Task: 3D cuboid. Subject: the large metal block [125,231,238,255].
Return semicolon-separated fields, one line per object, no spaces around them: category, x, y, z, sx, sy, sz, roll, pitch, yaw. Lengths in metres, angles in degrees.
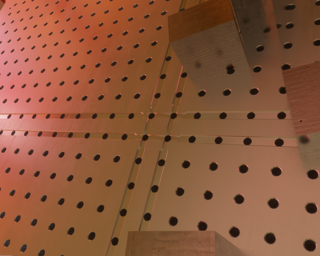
large metal block;0.022;0.128;0.283;0.080;0.080;0.050;-9;58;24

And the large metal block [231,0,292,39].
large metal block;0.137;-0.176;0.410;0.050;0.080;0.080;11;67;33

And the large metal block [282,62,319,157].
large metal block;0.176;-0.023;0.314;0.080;0.050;0.080;-12;57;22

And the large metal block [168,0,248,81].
large metal block;0.064;-0.116;0.411;0.080;0.080;0.050;-15;56;20
